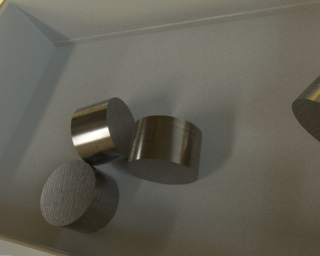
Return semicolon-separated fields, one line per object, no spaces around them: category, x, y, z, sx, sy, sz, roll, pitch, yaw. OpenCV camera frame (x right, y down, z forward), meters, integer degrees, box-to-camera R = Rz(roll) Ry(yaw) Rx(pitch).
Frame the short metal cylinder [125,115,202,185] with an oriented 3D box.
short metal cylinder;0.005;0.027;0.350;0.080;0.080;0.050;-4;60;26

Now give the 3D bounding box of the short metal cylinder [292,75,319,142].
short metal cylinder;0.174;-0.016;0.289;0.050;0.080;0.080;-45;51;-3

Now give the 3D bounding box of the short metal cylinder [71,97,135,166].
short metal cylinder;-0.069;0.005;0.402;0.050;0.080;0.080;-15;56;19

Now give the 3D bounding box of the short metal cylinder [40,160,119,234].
short metal cylinder;-0.099;0.086;0.385;0.080;0.050;0.080;-13;58;22
